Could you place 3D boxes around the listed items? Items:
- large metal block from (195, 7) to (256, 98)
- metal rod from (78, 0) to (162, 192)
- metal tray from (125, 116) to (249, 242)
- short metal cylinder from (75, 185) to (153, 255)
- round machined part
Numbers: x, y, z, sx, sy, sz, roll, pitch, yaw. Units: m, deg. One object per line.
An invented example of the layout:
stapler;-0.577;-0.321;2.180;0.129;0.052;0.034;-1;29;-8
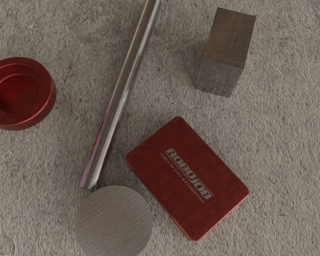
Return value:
large metal block;0.086;-0.098;0.416;0.050;0.080;0.080;16;71;5
metal rod;-0.049;-0.060;0.429;0.025;0.025;0.299;15;70;5
metal tray;0.031;0.061;0.384;0.090;0.030;0.130;-38;75;-13
short metal cylinder;-0.051;0.104;0.347;0.081;0.050;0.080;1;81;-8
round machined part;-0.187;-0.042;0.412;0.099;0.042;0.098;0;70;-1
